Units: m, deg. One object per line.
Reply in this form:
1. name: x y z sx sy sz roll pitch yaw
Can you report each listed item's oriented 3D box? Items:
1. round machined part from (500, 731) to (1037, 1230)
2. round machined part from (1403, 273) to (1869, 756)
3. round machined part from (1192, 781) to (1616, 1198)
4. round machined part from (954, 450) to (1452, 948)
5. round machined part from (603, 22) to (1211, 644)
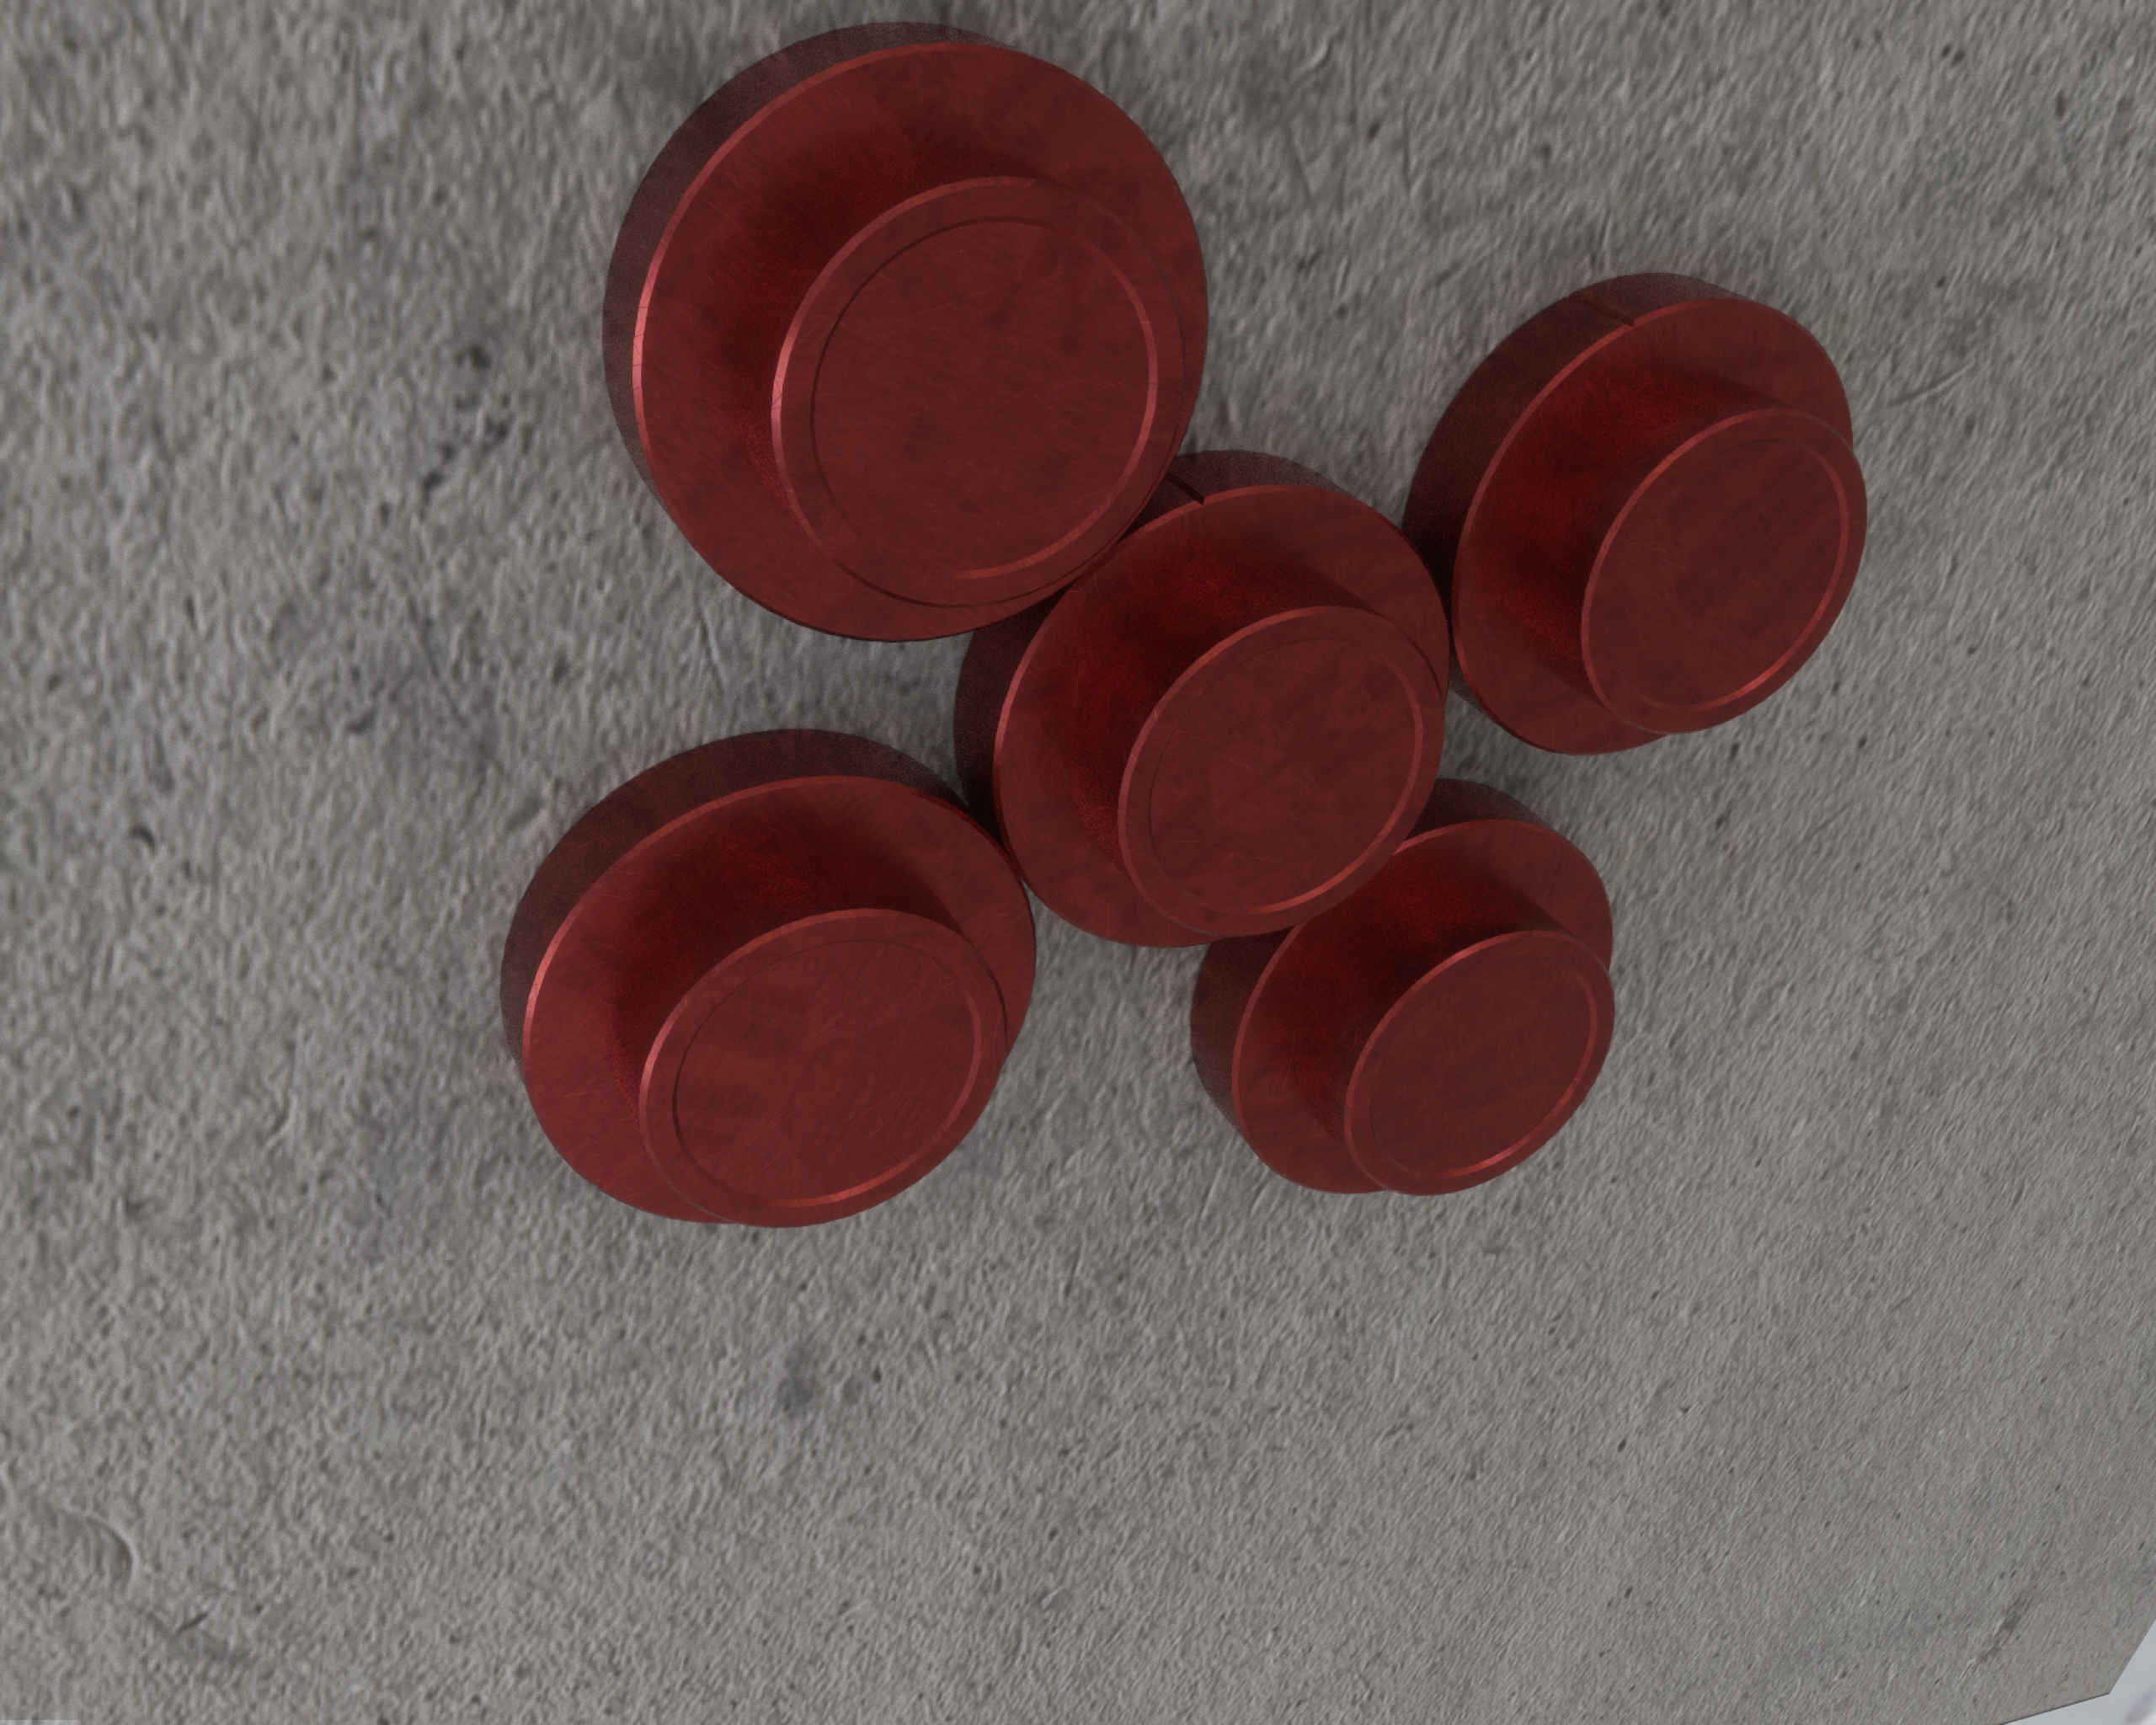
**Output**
1. round machined part: -0.052 0.028 0.385 0.099 0.042 0.097 -14 124 -21
2. round machined part: 0.118 -0.065 0.420 0.099 0.042 0.097 -14 124 -21
3. round machined part: 0.078 0.034 0.459 0.099 0.042 0.097 -14 124 -21
4. round machined part: 0.030 -0.025 0.396 0.099 0.042 0.097 -14 124 -21
5. round machined part: -0.022 -0.080 0.334 0.099 0.042 0.097 -14 124 -21
